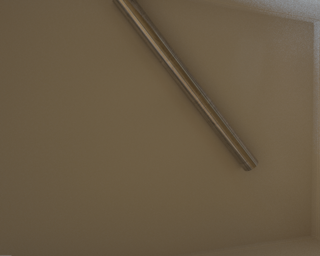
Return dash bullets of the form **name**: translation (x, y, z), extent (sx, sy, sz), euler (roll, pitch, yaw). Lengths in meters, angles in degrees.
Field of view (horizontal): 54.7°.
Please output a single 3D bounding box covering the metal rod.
- **metal rod**: translation (0.043, -0.056, 0.427), extent (0.025, 0.025, 0.300), euler (-43, 104, -15)
